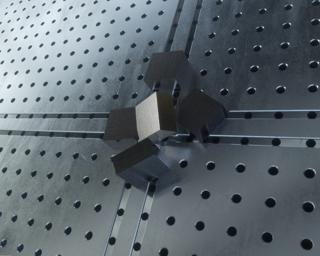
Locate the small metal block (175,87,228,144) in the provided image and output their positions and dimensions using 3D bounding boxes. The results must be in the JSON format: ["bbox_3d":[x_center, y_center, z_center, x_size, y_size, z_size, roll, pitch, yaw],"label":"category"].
[{"bbox_3d":[0.048,-0.016,0.392,0.050,0.025,0.050,-47,52,-5],"label":"small metal block"}]

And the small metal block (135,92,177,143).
[{"bbox_3d":[-0.006,-0.012,0.397,0.050,0.025,0.050,-30,59,49],"label":"small metal block"}]

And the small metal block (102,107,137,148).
[{"bbox_3d":[-0.047,0.000,0.432,0.050,0.025,0.050,-5,59,25],"label":"small metal block"}]

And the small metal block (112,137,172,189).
[{"bbox_3d":[-0.021,0.044,0.375,0.050,0.050,0.025,-29,52,9],"label":"small metal block"}]

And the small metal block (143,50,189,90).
[{"bbox_3d":[0.009,-0.084,0.454,0.050,0.025,0.050,1,62,28],"label":"small metal block"}]
